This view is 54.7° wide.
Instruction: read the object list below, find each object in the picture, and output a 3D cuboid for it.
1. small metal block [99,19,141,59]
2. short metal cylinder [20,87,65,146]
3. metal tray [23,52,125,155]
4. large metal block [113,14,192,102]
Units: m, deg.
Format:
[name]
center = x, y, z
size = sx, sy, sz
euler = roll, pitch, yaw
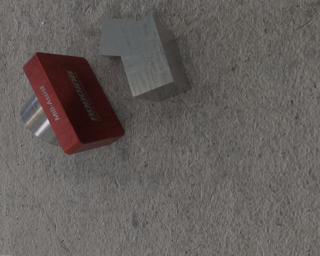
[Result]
[small metal block]
center = -0.053, -0.122, 0.428
size = 0.050, 0.025, 0.050
euler = 8, 93, 19
[short metal cylinder]
center = -0.142, -0.021, 0.430
size = 0.050, 0.080, 0.080
euler = -46, 76, 14
[metal tray]
center = -0.110, -0.035, 0.409
size = 0.030, 0.091, 0.130
euler = -34, 80, 28
[large metal block]
center = -0.006, -0.080, 0.382
size = 0.050, 0.080, 0.080
euler = -19, 84, 19
